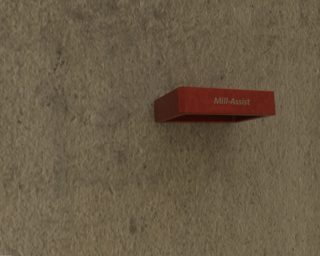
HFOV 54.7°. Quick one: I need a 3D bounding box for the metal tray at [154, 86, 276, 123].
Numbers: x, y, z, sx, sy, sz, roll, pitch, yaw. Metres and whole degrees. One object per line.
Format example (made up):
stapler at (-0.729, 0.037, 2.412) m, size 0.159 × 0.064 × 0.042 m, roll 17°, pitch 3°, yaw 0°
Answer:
metal tray at (0.068, -0.026, 0.399) m, size 0.131 × 0.090 × 0.030 m, roll 0°, pitch 84°, yaw -21°
